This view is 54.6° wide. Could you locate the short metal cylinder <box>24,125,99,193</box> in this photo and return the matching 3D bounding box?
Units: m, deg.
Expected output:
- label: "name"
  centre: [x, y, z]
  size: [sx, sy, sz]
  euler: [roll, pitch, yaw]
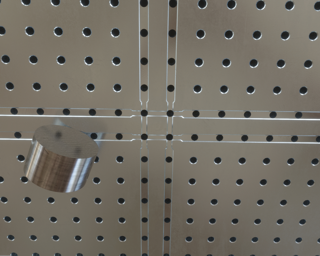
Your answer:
- label: "short metal cylinder"
  centre: [-0.126, 0.037, 0.397]
  size: [0.080, 0.080, 0.050]
  euler: [22, 109, -8]
